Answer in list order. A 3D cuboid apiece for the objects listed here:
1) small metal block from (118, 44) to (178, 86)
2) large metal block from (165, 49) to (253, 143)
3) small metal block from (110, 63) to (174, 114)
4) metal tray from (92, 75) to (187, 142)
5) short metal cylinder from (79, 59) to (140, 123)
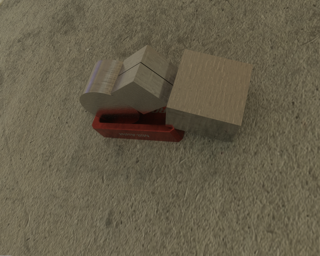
[{"bbox_3d":[-0.013,-0.066,0.370,0.050,0.050,0.025,-17,49,51],"label":"small metal block"},{"bbox_3d":[0.056,-0.037,0.364,0.080,0.050,0.080,15,67,6],"label":"large metal block"},{"bbox_3d":[-0.021,-0.044,0.359,0.050,0.050,0.025,-17,49,51],"label":"small metal block"},{"bbox_3d":[-0.023,-0.030,0.433,0.130,0.030,0.090,2,63,29],"label":"metal tray"},{"bbox_3d":[-0.060,-0.046,0.413,0.080,0.080,0.050,1,63,29],"label":"short metal cylinder"}]
